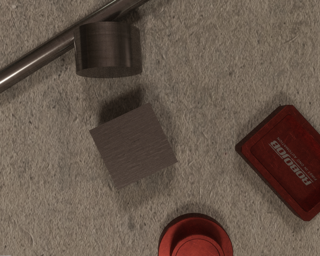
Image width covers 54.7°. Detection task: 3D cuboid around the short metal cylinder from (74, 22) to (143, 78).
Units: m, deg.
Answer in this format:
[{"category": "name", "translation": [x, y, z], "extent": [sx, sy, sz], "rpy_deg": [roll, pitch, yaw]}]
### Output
[{"category": "short metal cylinder", "translation": [-0.063, -0.093, 0.382], "extent": [0.081, 0.080, 0.050], "rpy_deg": [-3, 90, -1]}]

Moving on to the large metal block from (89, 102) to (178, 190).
[{"category": "large metal block", "translation": [-0.032, 0.022, 0.397], "extent": [0.080, 0.050, 0.080], "rpy_deg": [-25, 90, -1]}]

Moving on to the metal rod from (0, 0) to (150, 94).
[{"category": "metal rod", "translation": [-0.105, -0.127, 0.408], "extent": [0.301, 0.025, 0.025], "rpy_deg": [-32, 90, -1]}]

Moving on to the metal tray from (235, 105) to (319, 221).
[{"category": "metal tray", "translation": [0.177, 0.045, 0.409], "extent": [0.090, 0.030, 0.130], "rpy_deg": [-42, 91, 0]}]

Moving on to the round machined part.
[{"category": "round machined part", "translation": [0.047, 0.165, 0.402], "extent": [0.099, 0.042, 0.097], "rpy_deg": [0, 90, -1]}]
